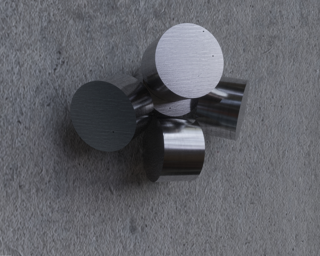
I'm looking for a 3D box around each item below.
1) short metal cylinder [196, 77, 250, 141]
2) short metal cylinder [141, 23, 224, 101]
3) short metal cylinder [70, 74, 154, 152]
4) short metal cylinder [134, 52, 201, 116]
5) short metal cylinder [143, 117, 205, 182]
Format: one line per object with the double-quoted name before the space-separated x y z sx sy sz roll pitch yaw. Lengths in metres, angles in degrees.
"short metal cylinder" 0.083 -0.027 0.407 0.050 0.080 0.080 13 85 19
"short metal cylinder" 0.024 -0.072 0.353 0.081 0.050 0.079 0 90 -21
"short metal cylinder" -0.054 -0.019 0.356 0.080 0.050 0.079 6 110 19
"short metal cylinder" 0.009 -0.054 0.401 0.081 0.050 0.079 0 90 -21
"short metal cylinder" 0.015 0.027 0.386 0.050 0.080 0.079 2 90 -20
